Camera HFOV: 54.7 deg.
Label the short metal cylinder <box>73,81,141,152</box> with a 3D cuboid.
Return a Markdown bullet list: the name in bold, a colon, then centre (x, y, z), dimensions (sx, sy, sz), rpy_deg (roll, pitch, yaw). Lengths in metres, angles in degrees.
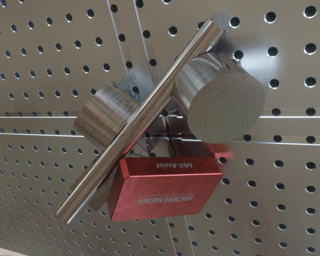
- **short metal cylinder**: centre (-0.064, -0.014, 0.399), dimensions (0.050, 0.080, 0.080), rpy_deg (40, 129, 1)

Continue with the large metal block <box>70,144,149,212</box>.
- **large metal block**: centre (-0.073, 0.063, 0.450), dimensions (0.050, 0.080, 0.080), rpy_deg (43, 129, -2)

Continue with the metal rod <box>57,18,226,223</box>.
- **metal rod**: centre (-0.033, 0.005, 0.361), dimensions (0.025, 0.025, 0.299), rpy_deg (40, 108, 1)

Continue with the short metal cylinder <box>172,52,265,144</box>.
- **short metal cylinder**: centre (0.058, -0.031, 0.319), dimensions (0.081, 0.050, 0.079), rpy_deg (-9, 126, -12)

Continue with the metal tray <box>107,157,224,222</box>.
- **metal tray**: centre (0.005, 0.078, 0.401), dimensions (0.131, 0.030, 0.089), rpy_deg (2, 131, -23)
